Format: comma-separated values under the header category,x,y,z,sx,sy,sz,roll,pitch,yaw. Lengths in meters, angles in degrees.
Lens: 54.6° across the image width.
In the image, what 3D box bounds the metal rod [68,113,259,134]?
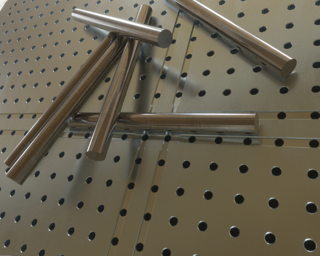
category,x,y,z,sx,sy,sz,roll,pitch,yaw
metal rod,-0.021,-0.009,0.425,0.300,0.025,0.025,2,63,29

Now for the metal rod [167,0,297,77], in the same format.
category,x,y,z,sx,sy,sz,roll,pitch,yaw
metal rod,0.080,-0.161,0.465,0.025,0.025,0.300,-40,51,1

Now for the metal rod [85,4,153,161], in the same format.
category,x,y,z,sx,sy,sz,roll,pitch,yaw
metal rod,-0.053,-0.087,0.468,0.025,0.025,0.300,-6,52,25

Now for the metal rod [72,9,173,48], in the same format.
category,x,y,z,sx,sy,sz,roll,pitch,yaw
metal rod,-0.080,-0.175,0.523,0.025,0.025,0.300,-50,43,-7

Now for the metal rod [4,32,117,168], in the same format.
category,x,y,z,sx,sy,sz,roll,pitch,yaw
metal rod,-0.153,-0.058,0.526,0.025,0.025,0.300,27,76,37

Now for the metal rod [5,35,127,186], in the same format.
category,x,y,z,sx,sy,sz,roll,pitch,yaw
metal rod,-0.124,-0.047,0.475,0.025,0.025,0.300,13,60,33
